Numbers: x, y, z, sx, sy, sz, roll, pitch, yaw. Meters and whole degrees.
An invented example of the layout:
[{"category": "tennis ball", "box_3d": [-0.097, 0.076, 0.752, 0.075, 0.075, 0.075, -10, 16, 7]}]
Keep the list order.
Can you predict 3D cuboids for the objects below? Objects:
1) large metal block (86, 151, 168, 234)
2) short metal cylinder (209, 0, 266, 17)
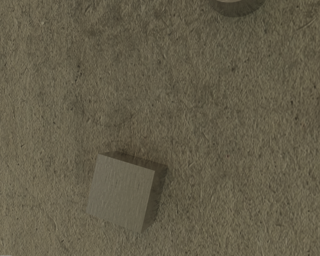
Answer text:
[{"category": "large metal block", "box_3d": [-0.043, 0.081, 0.411, 0.080, 0.050, 0.080, 14, 95, 19]}, {"category": "short metal cylinder", "box_3d": [0.090, -0.178, 0.364, 0.080, 0.050, 0.080, 0, 90, 20]}]
